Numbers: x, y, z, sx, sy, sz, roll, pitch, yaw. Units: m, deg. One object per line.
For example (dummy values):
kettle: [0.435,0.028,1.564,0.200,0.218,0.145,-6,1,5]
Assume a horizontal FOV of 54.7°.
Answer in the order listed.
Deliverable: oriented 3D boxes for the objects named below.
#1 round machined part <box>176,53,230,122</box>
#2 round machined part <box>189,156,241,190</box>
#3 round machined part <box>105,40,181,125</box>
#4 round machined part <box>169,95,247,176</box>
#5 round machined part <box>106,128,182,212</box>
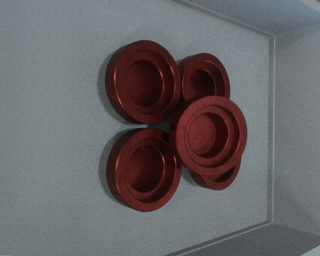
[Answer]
round machined part: [0.053,-0.054,0.440,0.099,0.042,0.097,0,90,-40]
round machined part: [0.074,0.040,0.458,0.099,0.042,0.097,0,90,-40]
round machined part: [-0.024,-0.053,0.375,0.099,0.042,0.097,0,90,-40]
round machined part: [0.056,0.008,0.387,0.099,0.042,0.097,-2,96,-22]
round machined part: [-0.023,0.048,0.376,0.099,0.042,0.097,0,90,-40]
